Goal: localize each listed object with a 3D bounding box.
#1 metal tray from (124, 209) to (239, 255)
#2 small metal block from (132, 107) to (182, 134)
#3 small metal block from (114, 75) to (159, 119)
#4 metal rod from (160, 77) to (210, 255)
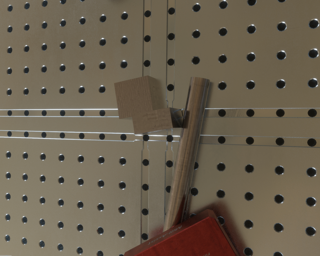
[{"bbox_3d":[0.028,0.170,0.379,0.130,0.030,0.090,-30,90,5],"label":"metal tray"},{"bbox_3d":[-0.001,-0.008,0.400,0.050,0.050,0.025,-10,87,20],"label":"small metal block"},{"bbox_3d":[-0.031,-0.040,0.424,0.050,0.025,0.050,-10,87,19],"label":"small metal block"},{"bbox_3d":[0.026,0.084,0.403,0.025,0.025,0.298,11,94,19],"label":"metal rod"}]
